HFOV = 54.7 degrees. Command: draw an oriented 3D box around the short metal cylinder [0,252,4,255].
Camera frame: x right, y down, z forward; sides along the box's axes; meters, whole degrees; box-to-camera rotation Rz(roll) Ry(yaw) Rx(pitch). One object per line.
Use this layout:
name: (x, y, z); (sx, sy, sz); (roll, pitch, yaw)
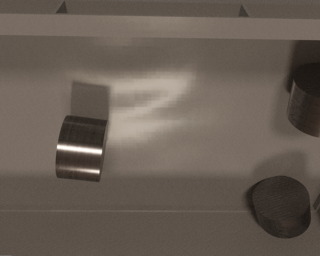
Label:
short metal cylinder: (-0.370, 0.285, 0.633); (0.081, 0.050, 0.079); (-1, 130, -1)

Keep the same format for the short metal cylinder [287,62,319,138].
short metal cylinder: (0.189, -0.033, 0.348); (0.080, 0.080, 0.050); (-5, 130, 3)

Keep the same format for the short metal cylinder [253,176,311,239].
short metal cylinder: (0.189, 0.122, 0.480); (0.080, 0.080, 0.050); (-15, 129, 12)

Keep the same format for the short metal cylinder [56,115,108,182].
short metal cylinder: (-0.097, 0.026, 0.394); (0.050, 0.080, 0.079); (8, 130, -7)
